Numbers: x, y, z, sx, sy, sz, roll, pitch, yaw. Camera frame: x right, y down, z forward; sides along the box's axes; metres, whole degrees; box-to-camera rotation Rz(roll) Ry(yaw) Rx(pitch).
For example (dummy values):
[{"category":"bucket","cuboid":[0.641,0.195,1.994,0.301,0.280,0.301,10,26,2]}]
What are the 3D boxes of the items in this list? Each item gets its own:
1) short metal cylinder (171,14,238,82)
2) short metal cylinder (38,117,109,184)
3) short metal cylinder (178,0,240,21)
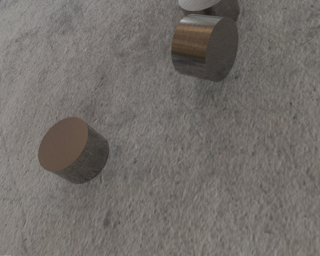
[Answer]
[{"category":"short metal cylinder","cuboid":[0.059,-0.104,0.400,0.050,0.080,0.080,20,72,35]},{"category":"short metal cylinder","cuboid":[-0.119,0.031,0.429,0.080,0.050,0.080,-13,56,20]},{"category":"short metal cylinder","cuboid":[0.074,-0.185,0.462,0.080,0.050,0.080,-13,56,20]}]
